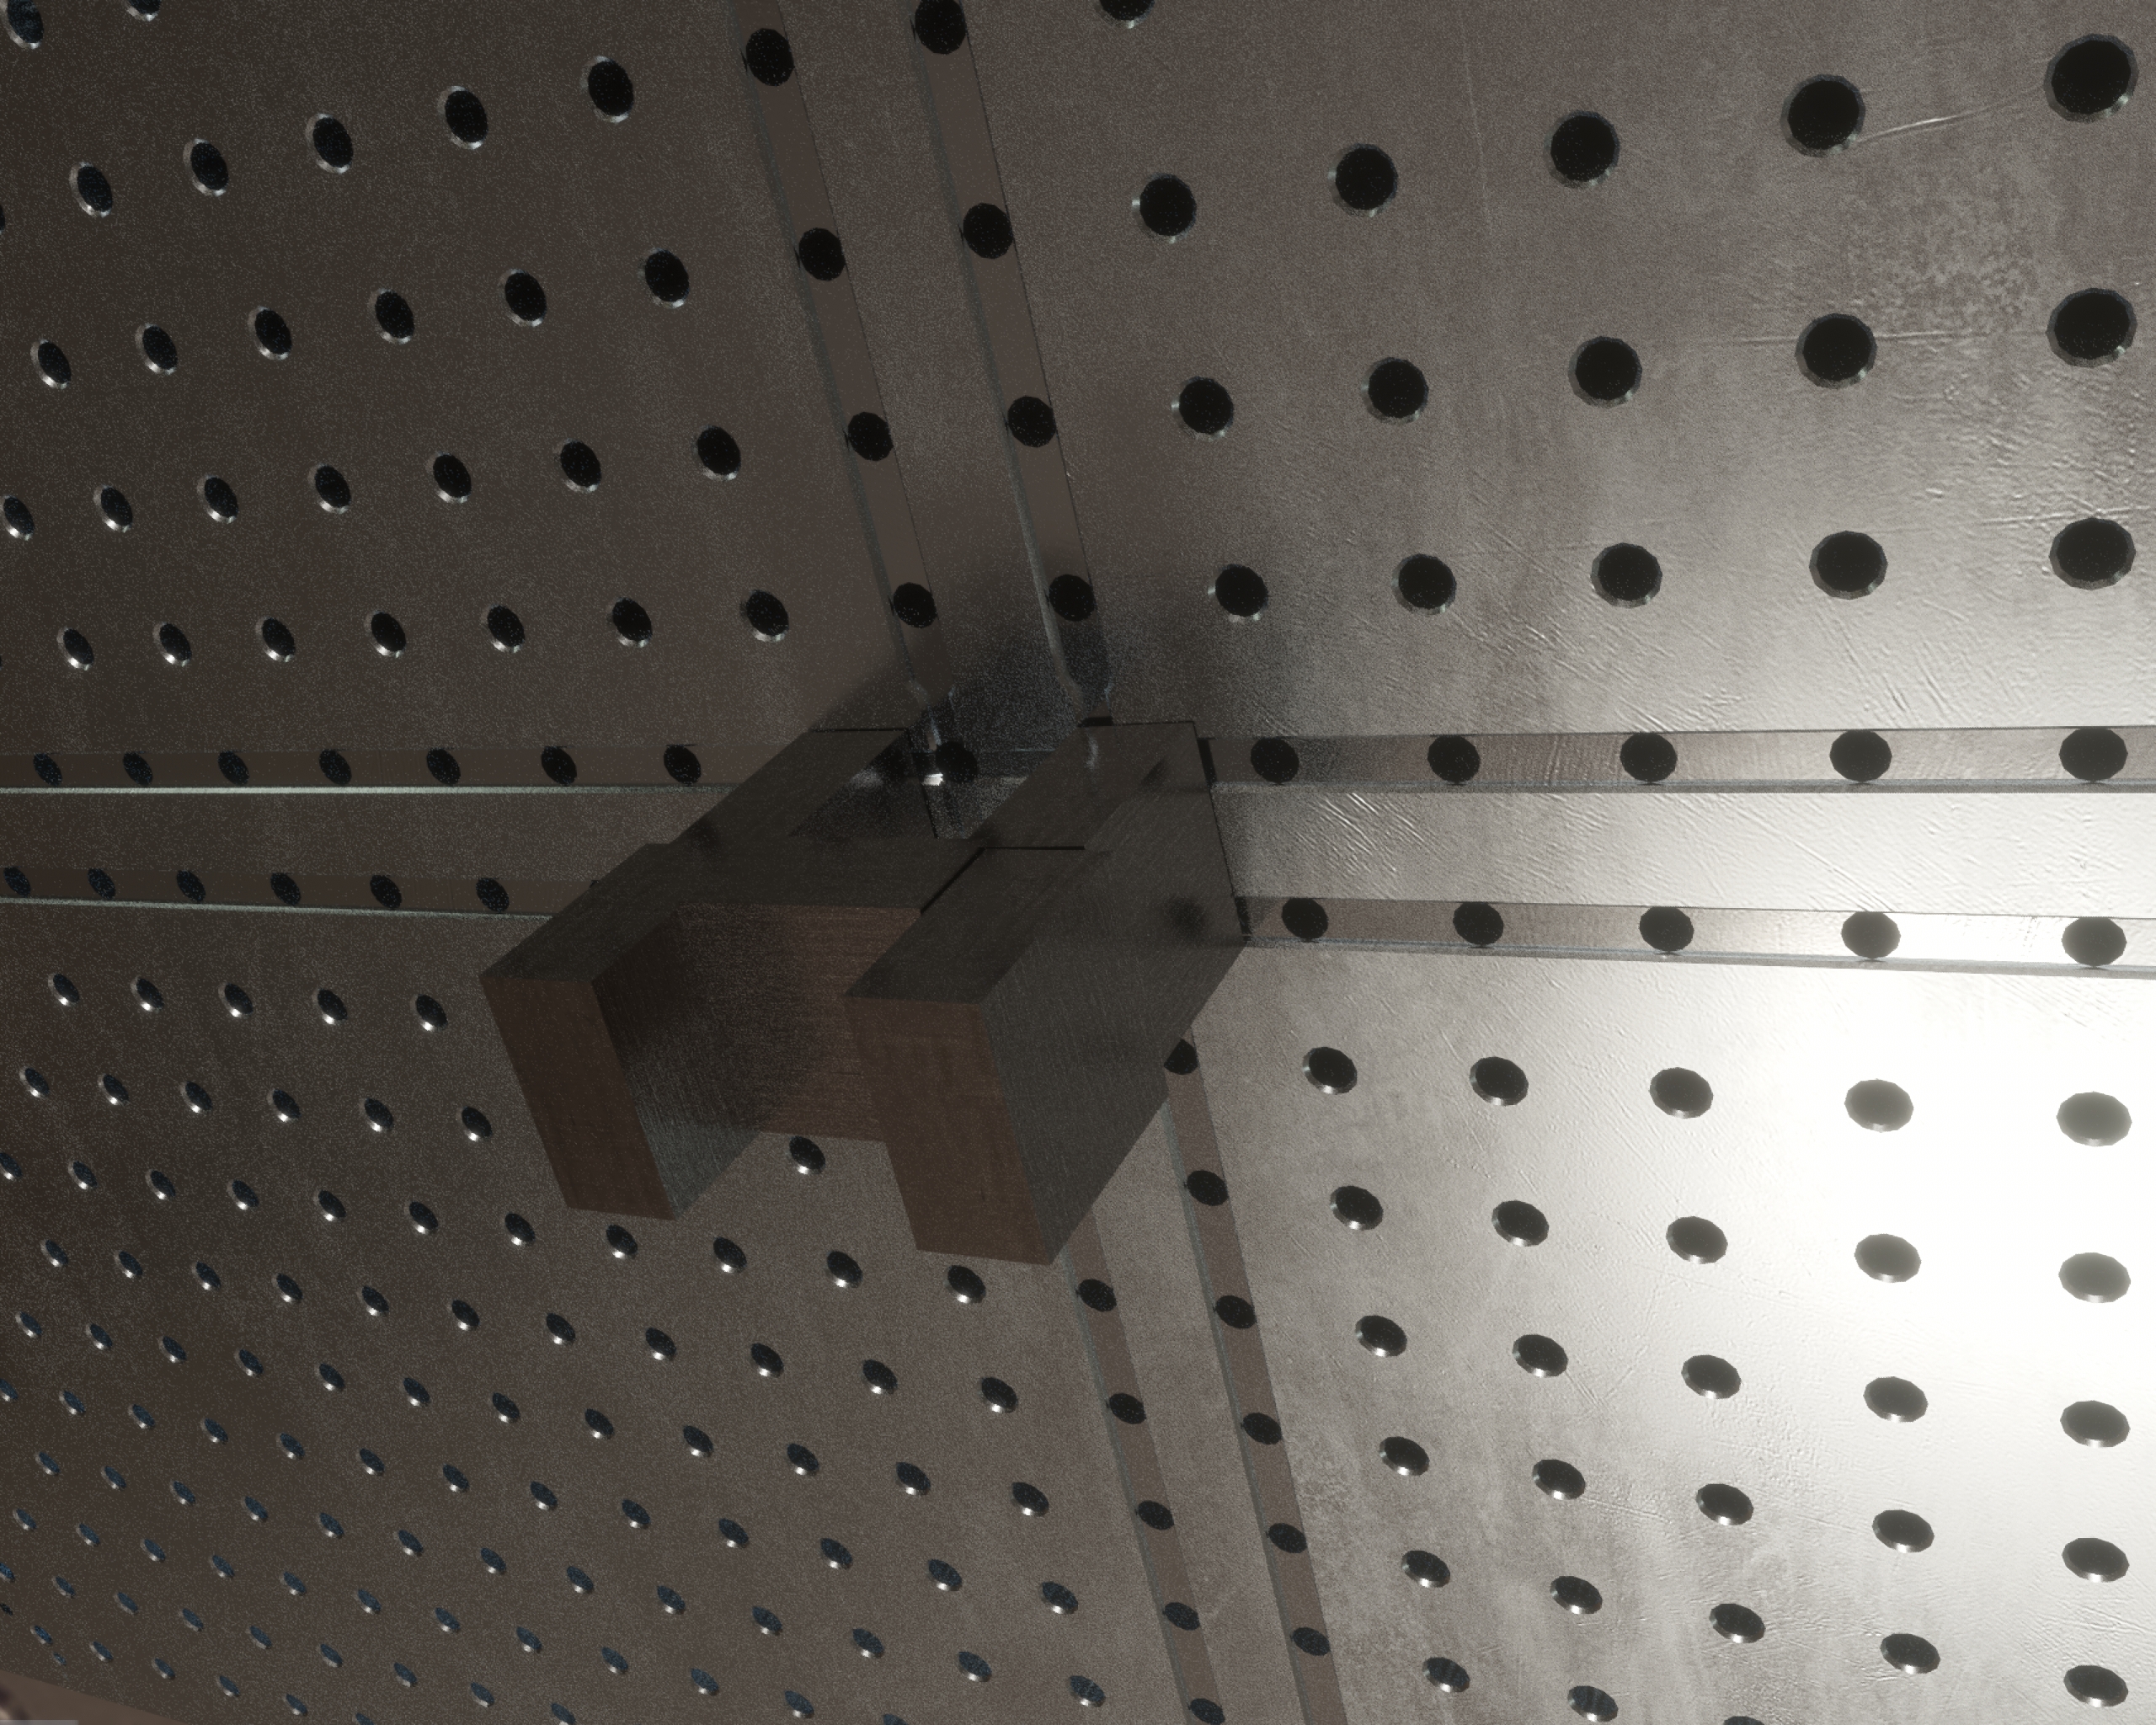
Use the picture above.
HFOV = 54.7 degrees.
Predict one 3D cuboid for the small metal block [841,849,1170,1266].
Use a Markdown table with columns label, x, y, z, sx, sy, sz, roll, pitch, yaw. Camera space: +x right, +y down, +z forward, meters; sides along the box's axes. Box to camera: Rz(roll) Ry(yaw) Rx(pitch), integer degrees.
| label | x | y | z | sx | sy | sz | roll | pitch | yaw |
| --- | --- | --- | --- | --- | --- | --- | --- | --- | --- |
| small metal block | -0.010 | 0.031 | 0.352 | 0.025 | 0.050 | 0.050 | 1 | 118 | 28 |

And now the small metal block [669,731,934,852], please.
| label | x | y | z | sx | sy | sz | roll | pitch | yaw |
| --- | --- | --- | --- | --- | --- | --- | --- | --- | --- |
| small metal block | -0.052 | 0.007 | 0.424 | 0.025 | 0.050 | 0.050 | 1 | 119 | 27 |

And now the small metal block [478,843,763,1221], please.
| label | x | y | z | sx | sy | sz | roll | pitch | yaw |
| --- | --- | --- | --- | --- | --- | --- | --- | --- | --- |
| small metal block | -0.077 | 0.030 | 0.387 | 0.025 | 0.050 | 0.050 | 1 | 118 | 28 |

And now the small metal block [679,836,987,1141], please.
| label | x | y | z | sx | sy | sz | roll | pitch | yaw |
| --- | --- | --- | --- | --- | --- | --- | --- | --- | --- |
| small metal block | -0.038 | 0.023 | 0.380 | 0.050 | 0.025 | 0.050 | 1 | 119 | 27 |

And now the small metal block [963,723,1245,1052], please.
| label | x | y | z | sx | sy | sz | roll | pitch | yaw |
| --- | --- | --- | --- | --- | --- | --- | --- | --- | --- |
| small metal block | 0.006 | 0.007 | 0.394 | 0.025 | 0.050 | 0.050 | -1 | 118 | 28 |
